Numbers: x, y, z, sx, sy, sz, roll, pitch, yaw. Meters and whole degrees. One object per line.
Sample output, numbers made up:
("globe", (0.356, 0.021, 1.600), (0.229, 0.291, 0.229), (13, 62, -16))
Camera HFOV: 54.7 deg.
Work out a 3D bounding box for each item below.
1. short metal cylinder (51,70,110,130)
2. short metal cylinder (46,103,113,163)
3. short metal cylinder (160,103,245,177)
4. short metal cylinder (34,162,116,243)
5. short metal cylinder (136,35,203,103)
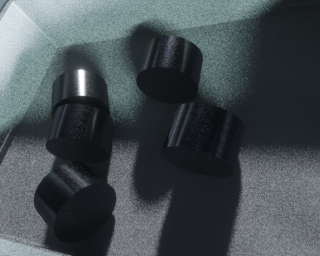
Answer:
("short metal cylinder", (-0.117, -0.039, 0.456), (0.080, 0.080, 0.050), (-23, 53, 14))
("short metal cylinder", (-0.108, 0.010, 0.421), (0.080, 0.080, 0.050), (-9, 58, 23))
("short metal cylinder", (0.046, 0.015, 0.337), (0.080, 0.080, 0.050), (6, 65, 31))
("short metal cylinder", (-0.100, 0.087, 0.369), (0.050, 0.080, 0.080), (32, 79, 38))
("short metal cylinder", (0.014, -0.075, 0.409), (0.080, 0.080, 0.050), (-2, 61, 27))
